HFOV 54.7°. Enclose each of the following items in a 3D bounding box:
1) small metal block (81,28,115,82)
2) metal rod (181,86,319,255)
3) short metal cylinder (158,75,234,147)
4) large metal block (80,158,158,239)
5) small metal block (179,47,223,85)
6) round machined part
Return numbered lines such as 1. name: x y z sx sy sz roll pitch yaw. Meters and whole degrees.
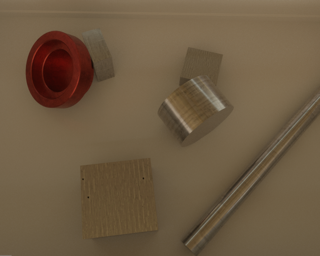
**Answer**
1. small metal block: -0.085 -0.101 0.432 0.025 0.050 0.050 -20 72 -11
2. metal rod: 0.138 0.039 0.396 0.025 0.025 0.301 43 75 13
3. short metal cylinder: 0.044 -0.020 0.388 0.080 0.080 0.050 -33 74 -12
4. large metal block: -0.046 0.084 0.365 0.081 0.050 0.080 -6 70 -3
5. small metal block: 0.058 -0.082 0.440 0.050 0.025 0.050 14 70 4
6. round machined part: -0.127 -0.075 0.410 0.098 0.042 0.097 0 91 29
